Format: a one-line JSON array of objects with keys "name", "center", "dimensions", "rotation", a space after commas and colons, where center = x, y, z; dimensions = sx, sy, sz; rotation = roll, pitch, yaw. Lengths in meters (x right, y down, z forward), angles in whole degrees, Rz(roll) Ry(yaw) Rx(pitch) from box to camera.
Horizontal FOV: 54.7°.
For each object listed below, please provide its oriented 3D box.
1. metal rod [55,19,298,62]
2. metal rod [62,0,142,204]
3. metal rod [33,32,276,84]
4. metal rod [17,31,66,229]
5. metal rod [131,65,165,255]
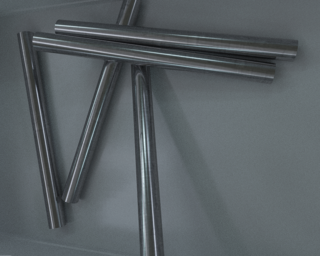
[{"name": "metal rod", "center": [0.010, -0.111, 0.387], "dimensions": [0.301, 0.025, 0.025], "rotation": [9, 93, 12]}, {"name": "metal rod", "center": [-0.084, -0.035, 0.438], "dimensions": [0.025, 0.025, 0.298], "rotation": [21, 97, 18]}, {"name": "metal rod", "center": [-0.014, -0.089, 0.386], "dimensions": [0.301, 0.025, 0.025], "rotation": [10, 93, 8]}, {"name": "metal rod", "center": [-0.181, 0.001, 0.472], "dimensions": [0.025, 0.025, 0.298], "rotation": [-12, 86, 19]}, {"name": "metal rod", "center": [-0.016, 0.035, 0.362], "dimensions": [0.025, 0.025, 0.299], "rotation": [-13, 65, 19]}]
